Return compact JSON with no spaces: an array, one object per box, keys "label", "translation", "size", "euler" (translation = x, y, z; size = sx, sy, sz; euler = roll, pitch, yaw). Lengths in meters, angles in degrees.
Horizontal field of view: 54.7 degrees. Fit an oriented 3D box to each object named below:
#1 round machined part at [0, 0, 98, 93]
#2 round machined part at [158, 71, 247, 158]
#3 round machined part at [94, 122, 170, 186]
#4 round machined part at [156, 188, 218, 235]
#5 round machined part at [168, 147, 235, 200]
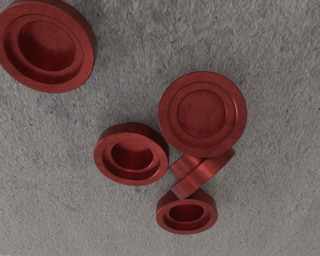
[{"label":"round machined part","translation":[-0.114,-0.088,0.320],"size":[0.099,0.042,0.097],"euler":[0,130,0]},{"label":"round machined part","translation":[0.049,-0.018,0.363],"size":[0.099,0.042,0.097],"euler":[1,101,5]},{"label":"round machined part","translation":[-0.036,0.031,0.418],"size":[0.099,0.042,0.097],"euler":[3,129,4]},{"label":"round machined part","translation":[0.043,0.130,0.507],"size":[0.099,0.042,0.097],"euler":[0,130,0]},{"label":"round machined part","translation":[0.049,0.047,0.412],"size":[0.042,0.099,0.098],"euler":[49,121,6]}]
